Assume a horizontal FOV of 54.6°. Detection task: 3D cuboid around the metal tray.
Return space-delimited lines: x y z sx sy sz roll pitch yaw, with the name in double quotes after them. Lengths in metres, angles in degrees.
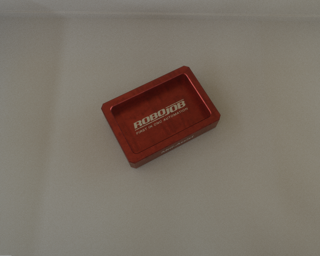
0.001 -0.016 0.410 0.131 0.030 0.090 -27 73 -10 "metal tray"
